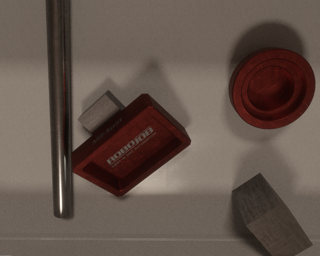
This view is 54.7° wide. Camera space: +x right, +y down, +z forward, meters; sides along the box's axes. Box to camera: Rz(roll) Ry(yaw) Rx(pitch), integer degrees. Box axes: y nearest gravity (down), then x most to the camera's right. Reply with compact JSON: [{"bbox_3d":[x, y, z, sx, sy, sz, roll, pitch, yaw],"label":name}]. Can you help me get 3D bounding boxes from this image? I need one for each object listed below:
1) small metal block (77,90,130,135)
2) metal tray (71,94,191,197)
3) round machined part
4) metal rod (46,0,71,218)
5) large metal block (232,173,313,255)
[{"bbox_3d":[-0.069,-0.013,0.406,0.050,0.025,0.050,-40,106,13],"label":"small metal block"},{"bbox_3d":[-0.037,0.027,0.400,0.130,0.030,0.090,-39,129,12],"label":"metal tray"},{"bbox_3d":[0.135,-0.051,0.385,0.099,0.042,0.097,0,110,-1],"label":"round machined part"},{"bbox_3d":[-0.130,-0.014,0.404,0.025,0.025,0.298,4,110,-2],"label":"metal rod"},{"bbox_3d":[0.152,0.122,0.429,0.050,0.080,0.080,-37,106,12],"label":"large metal block"}]
